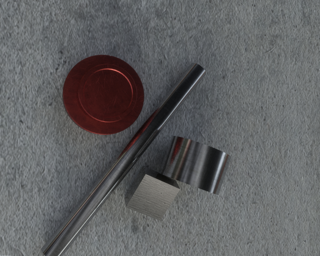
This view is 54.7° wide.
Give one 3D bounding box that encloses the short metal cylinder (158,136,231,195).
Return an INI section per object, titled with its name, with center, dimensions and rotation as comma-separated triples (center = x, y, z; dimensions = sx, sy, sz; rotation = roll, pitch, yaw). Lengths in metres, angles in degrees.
[short metal cylinder]
center = 0.044, 0.048, 0.396
dimensions = 0.080, 0.080, 0.050
rotation = 23, 82, -19

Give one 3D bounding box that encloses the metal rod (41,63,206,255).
[metal rod]
center = -0.038, 0.033, 0.395
dimensions = 0.025, 0.025, 0.300
rotation = 42, 77, -15

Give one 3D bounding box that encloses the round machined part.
[round machined part]
center = -0.066, -0.040, 0.376
dimensions = 0.099, 0.042, 0.097
rotation = 0, 90, -20

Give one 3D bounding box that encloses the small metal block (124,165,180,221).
[small metal block]
center = -0.011, 0.084, 0.397
dimensions = 0.050, 0.025, 0.050
rotation = 27, 100, -18
